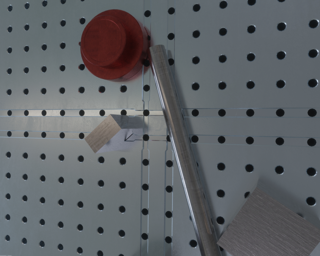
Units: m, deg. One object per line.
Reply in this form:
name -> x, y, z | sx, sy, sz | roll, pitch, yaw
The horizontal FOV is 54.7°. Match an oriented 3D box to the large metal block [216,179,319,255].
large metal block -> 0.125, 0.119, 0.355 | 0.080, 0.050, 0.080 | 34, 101, 16

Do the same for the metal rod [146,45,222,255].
metal rod -> 0.032, 0.037, 0.401 | 0.025, 0.025, 0.298 | -17, 85, 19

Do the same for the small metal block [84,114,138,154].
small metal block -> -0.065, 0.008, 0.422 | 0.050, 0.050, 0.025 | -42, 77, 15

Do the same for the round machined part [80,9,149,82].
round machined part -> -0.069, -0.115, 0.428 | 0.098, 0.042, 0.097 | 0, 90, 20
